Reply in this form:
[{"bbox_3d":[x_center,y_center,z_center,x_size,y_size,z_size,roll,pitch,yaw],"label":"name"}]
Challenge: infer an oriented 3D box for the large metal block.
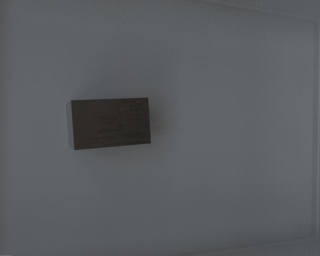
[{"bbox_3d":[-0.063,-0.006,0.359,0.081,0.080,0.050,-4,92,-20],"label":"large metal block"}]
